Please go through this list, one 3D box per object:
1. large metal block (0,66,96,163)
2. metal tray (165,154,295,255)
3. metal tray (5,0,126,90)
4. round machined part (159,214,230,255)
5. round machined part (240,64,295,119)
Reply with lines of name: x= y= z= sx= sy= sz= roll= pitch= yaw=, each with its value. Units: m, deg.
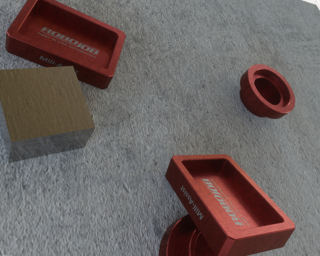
large metal block: x=-0.126 y=-0.017 z=0.331 sx=0.081 sy=0.050 sz=0.080 roll=-11 pitch=68 yaw=-33
metal tray: x=0.073 y=0.080 z=0.352 sx=0.091 sy=0.030 sz=0.130 roll=1 pitch=31 yaw=-28
metal tray: x=-0.118 y=-0.114 z=0.407 sx=0.131 sy=0.030 sz=0.090 roll=21 pitch=54 yaw=-16
round machined part: x=0.052 y=0.140 z=0.337 sx=0.099 sy=0.042 sz=0.098 roll=14 pitch=56 yaw=-21
round machined part: x=0.176 y=-0.057 z=0.525 sx=0.099 sy=0.042 sz=0.098 roll=14 pitch=56 yaw=-21
